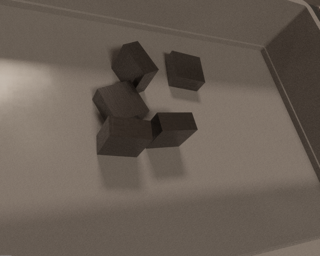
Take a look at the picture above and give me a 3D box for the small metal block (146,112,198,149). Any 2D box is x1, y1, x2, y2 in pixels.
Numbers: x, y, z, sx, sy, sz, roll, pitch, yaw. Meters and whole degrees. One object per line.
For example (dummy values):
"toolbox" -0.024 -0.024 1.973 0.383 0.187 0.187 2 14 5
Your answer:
"small metal block" 0.011 0.003 0.395 0.050 0.050 0.025 -2 63 -29

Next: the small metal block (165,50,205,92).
"small metal block" 0.038 -0.088 0.482 0.050 0.025 0.050 7 59 -25

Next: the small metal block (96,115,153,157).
"small metal block" -0.042 0.011 0.361 0.050 0.050 0.025 7 59 -25

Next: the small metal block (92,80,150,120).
"small metal block" -0.050 -0.029 0.398 0.050 0.025 0.050 -23 74 -36

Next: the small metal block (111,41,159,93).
"small metal block" -0.035 -0.080 0.421 0.025 0.050 0.050 -27 77 -37
